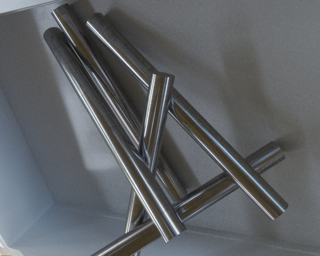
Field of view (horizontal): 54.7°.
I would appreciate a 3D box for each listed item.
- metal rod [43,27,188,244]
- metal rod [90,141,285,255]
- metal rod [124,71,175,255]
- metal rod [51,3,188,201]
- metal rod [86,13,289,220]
[{"bbox_3d":[-0.063,-0.010,0.353,0.299,0.025,0.025,55,133,22],"label":"metal rod"},{"bbox_3d":[0.009,0.106,0.356,0.301,0.025,0.025,-32,103,0],"label":"metal rod"},{"bbox_3d":[-0.023,0.083,0.368,0.025,0.025,0.298,17,110,18],"label":"metal rod"},{"bbox_3d":[-0.047,-0.024,0.418,0.025,0.025,0.299,-21,107,36],"label":"metal rod"},{"bbox_3d":[0.023,-0.020,0.347,0.300,0.025,0.025,47,130,9],"label":"metal rod"}]
